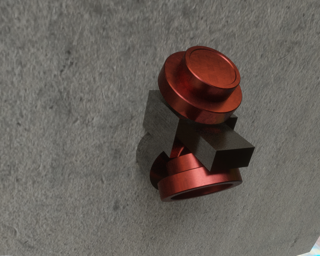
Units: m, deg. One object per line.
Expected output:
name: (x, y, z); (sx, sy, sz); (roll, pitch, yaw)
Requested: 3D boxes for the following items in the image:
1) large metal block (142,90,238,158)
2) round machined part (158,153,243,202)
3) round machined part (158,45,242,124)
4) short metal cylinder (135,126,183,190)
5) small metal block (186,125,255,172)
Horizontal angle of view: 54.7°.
large metal block: (0.034, -0.008, 0.387); (0.081, 0.080, 0.050); (-2, 120, -28)
round machined part: (0.045, 0.057, 0.373); (0.099, 0.042, 0.098); (-11, 161, -4)
round machined part: (0.051, -0.055, 0.351); (0.099, 0.098, 0.042); (-2, 145, -28)
short metal cylinder: (0.013, 0.041, 0.427); (0.081, 0.050, 0.079); (-14, 125, -21)
small metal block: (0.064, 0.020, 0.337); (0.050, 0.050, 0.025); (-3, 119, -27)
